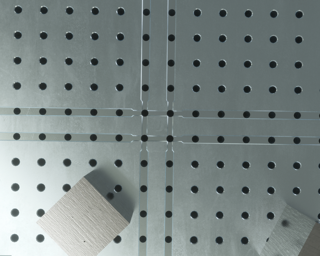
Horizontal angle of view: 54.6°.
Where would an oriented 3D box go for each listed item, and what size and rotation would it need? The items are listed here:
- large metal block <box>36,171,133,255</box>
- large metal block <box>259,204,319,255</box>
[{"bbox_3d":[-0.093,0.115,0.400,0.080,0.050,0.080,-44,90,0],"label":"large metal block"},{"bbox_3d":[0.178,0.152,0.387,0.050,0.080,0.080,28,90,0],"label":"large metal block"}]
